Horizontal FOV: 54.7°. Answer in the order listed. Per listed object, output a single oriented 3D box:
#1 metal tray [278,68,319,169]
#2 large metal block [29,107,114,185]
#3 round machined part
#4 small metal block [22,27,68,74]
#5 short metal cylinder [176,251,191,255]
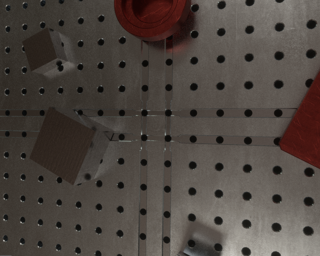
[{"bbox_3d":[0.202,-0.015,0.339,0.090,0.030,0.129,29,99,17],"label":"metal tray"},{"bbox_3d":[-0.125,0.024,0.442,0.080,0.050,0.080,26,99,17],"label":"large metal block"},{"bbox_3d":[-0.006,-0.162,0.405,0.098,0.042,0.097,0,90,19],"label":"round machined part"},{"bbox_3d":[-0.175,-0.117,0.473,0.050,0.025,0.050,-21,83,18],"label":"small metal block"},{"bbox_3d":[0.031,0.198,0.372,0.050,0.080,0.080,21,97,18],"label":"short metal cylinder"}]
